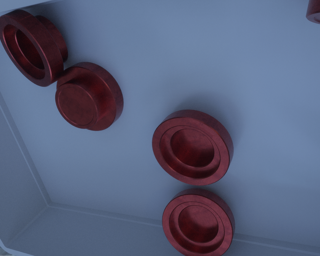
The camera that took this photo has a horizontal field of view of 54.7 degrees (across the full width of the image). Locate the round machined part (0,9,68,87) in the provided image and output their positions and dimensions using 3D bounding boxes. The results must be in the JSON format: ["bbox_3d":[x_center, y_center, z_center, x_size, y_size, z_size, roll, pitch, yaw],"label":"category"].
[{"bbox_3d":[-0.159,-0.106,0.402,0.098,0.042,0.097,28,142,25],"label":"round machined part"}]

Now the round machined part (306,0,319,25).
[{"bbox_3d":[0.145,-0.098,0.220,0.098,0.098,0.042,12,102,21],"label":"round machined part"}]

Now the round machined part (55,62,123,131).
[{"bbox_3d":[-0.104,-0.038,0.427,0.098,0.042,0.097,13,124,20],"label":"round machined part"}]

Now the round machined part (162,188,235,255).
[{"bbox_3d":[0.056,0.130,0.436,0.098,0.042,0.097,5,104,21],"label":"round machined part"}]

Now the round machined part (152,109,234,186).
[{"bbox_3d":[0.043,0.020,0.387,0.098,0.042,0.097,13,124,20],"label":"round machined part"}]
